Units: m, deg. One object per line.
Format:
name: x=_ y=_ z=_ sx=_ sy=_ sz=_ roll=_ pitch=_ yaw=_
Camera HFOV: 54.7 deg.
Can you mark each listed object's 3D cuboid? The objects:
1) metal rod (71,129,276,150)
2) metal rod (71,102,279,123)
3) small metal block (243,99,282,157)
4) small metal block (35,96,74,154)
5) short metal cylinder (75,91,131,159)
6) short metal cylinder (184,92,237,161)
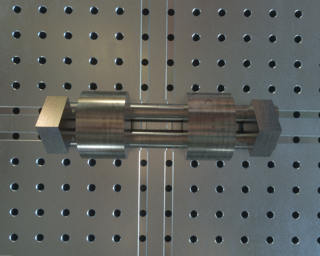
metal rod: x=0.001 y=0.015 z=0.413 sx=0.302 sy=0.025 sz=0.025 roll=1 pitch=90 yaw=0
metal rod: x=0.004 y=-0.020 z=0.413 sx=0.302 sy=0.025 sz=0.025 roll=1 pitch=90 yaw=0
small metal block: x=0.123 y=0.000 z=0.379 sx=0.025 sy=0.050 sz=0.050 roll=1 pitch=49 yaw=0
small metal block: x=-0.125 y=-0.004 z=0.377 sx=0.025 sy=0.050 sz=0.050 roll=1 pitch=48 yaw=0
short metal cylinder: x=-0.063 y=-0.004 z=0.363 sx=0.050 sy=0.080 sz=0.079 roll=1 pitch=90 yaw=0
short metal cylinder: x=0.055 y=-0.002 z=0.364 sx=0.050 sy=0.080 sz=0.079 roll=1 pitch=90 yaw=0
